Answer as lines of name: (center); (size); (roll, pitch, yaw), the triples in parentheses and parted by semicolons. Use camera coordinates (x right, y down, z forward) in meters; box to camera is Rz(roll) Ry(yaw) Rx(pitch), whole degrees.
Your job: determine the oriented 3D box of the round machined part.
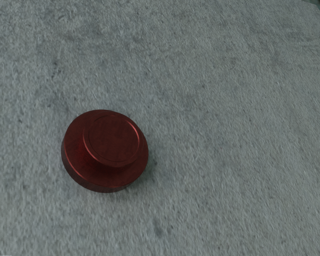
round machined part: (-0.058, 0.020, 0.351); (0.099, 0.042, 0.098); (14, 56, -21)
